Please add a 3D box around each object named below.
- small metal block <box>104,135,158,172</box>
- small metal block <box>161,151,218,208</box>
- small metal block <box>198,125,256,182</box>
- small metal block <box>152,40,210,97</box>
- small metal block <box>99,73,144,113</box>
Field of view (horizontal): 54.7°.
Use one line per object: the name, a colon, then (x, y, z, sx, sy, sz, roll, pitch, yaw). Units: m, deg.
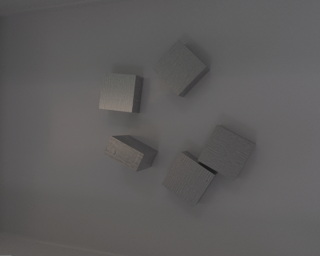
small metal block: (-0.037, 0.032, 0.410, 0.050, 0.050, 0.025, 27, 99, 18)
small metal block: (0.038, 0.064, 0.397, 0.050, 0.025, 0.050, 34, 101, 16)
small metal block: (0.082, 0.030, 0.381, 0.050, 0.025, 0.050, 30, 100, 17)
small metal block: (0.027, -0.076, 0.401, 0.050, 0.025, 0.050, -46, 76, 14)
small metal block: (-0.054, -0.048, 0.429, 0.050, 0.025, 0.050, 7, 93, 19)
